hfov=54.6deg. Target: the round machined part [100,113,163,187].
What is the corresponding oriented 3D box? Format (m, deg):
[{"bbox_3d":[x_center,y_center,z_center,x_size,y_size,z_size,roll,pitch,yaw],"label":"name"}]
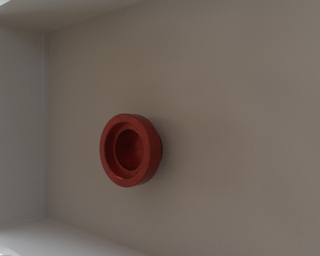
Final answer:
[{"bbox_3d":[-0.035,0.029,0.426,0.098,0.042,0.097,0,90,40],"label":"round machined part"}]
